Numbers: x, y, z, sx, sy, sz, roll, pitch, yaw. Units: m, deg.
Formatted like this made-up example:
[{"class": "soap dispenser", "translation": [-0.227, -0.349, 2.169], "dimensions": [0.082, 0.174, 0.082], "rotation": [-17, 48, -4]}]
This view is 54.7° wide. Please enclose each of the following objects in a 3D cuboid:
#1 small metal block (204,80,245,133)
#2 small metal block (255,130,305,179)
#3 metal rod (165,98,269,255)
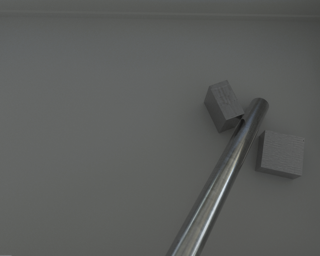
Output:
[{"class": "small metal block", "translation": [0.083, -0.027, 0.407], "dimensions": [0.025, 0.050, 0.050], "rotation": [-20, 72, -7]}, {"class": "small metal block", "translation": [0.154, 0.034, 0.399], "dimensions": [0.050, 0.025, 0.050], "rotation": [12, 70, 4]}, {"class": "metal rod", "translation": [0.065, 0.053, 0.322], "dimensions": [0.025, 0.025, 0.301], "rotation": [31, 46, 10]}]
